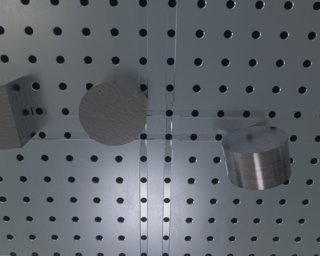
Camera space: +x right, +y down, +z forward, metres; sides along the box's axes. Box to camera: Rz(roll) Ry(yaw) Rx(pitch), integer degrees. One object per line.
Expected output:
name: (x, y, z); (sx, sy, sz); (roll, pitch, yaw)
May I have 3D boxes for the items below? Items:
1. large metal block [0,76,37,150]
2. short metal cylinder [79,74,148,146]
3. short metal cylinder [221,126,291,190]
large metal block: (-0.214, -0.018, 0.391); (0.080, 0.050, 0.079); (-5, 110, 1)
short metal cylinder: (-0.056, -0.024, 0.391); (0.081, 0.050, 0.079); (0, 110, 0)
short metal cylinder: (0.124, 0.036, 0.399); (0.080, 0.080, 0.050); (-13, 110, 4)
